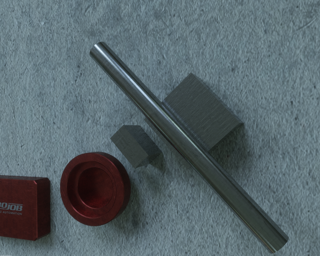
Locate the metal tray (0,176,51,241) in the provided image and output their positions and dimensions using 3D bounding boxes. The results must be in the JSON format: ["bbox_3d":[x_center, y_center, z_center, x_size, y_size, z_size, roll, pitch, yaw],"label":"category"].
[{"bbox_3d":[-0.237,0.123,0.490,0.130,0.030,0.089,-1,90,19],"label":"metal tray"}]

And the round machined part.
[{"bbox_3d":[-0.085,0.082,0.430,0.098,0.042,0.097,0,90,20],"label":"round machined part"}]

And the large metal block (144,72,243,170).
[{"bbox_3d":[0.042,-0.008,0.381,0.080,0.050,0.080,-45,76,14],"label":"large metal block"}]

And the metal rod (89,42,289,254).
[{"bbox_3d":[0.022,0.011,0.347,0.025,0.025,0.300,-46,76,14],"label":"metal rod"}]

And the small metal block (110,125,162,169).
[{"bbox_3d":[-0.030,0.023,0.406,0.025,0.050,0.050,-44,76,15],"label":"small metal block"}]
